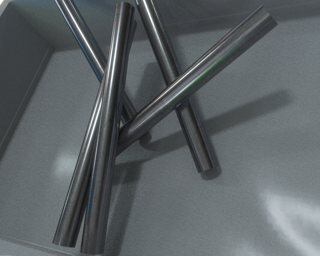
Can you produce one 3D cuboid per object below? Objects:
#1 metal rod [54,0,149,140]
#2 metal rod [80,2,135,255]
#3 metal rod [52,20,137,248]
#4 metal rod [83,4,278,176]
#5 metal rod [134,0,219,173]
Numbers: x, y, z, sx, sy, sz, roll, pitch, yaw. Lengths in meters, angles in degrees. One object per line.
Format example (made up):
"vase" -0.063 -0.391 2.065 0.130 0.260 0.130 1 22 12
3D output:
"metal rod" -0.100 -0.114 0.446 0.025 0.025 0.299 -32 77 7
"metal rod" -0.059 -0.011 0.368 0.025 0.025 0.299 -1 76 27
"metal rod" -0.075 -0.009 0.388 0.025 0.025 0.299 3 70 29
"metal rod" -0.002 -0.022 0.355 0.299 0.025 0.025 -39 48 27
"metal rod" 0.006 -0.091 0.380 0.025 0.025 0.299 -23 78 14
